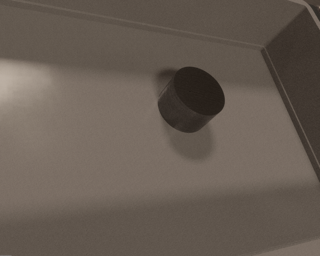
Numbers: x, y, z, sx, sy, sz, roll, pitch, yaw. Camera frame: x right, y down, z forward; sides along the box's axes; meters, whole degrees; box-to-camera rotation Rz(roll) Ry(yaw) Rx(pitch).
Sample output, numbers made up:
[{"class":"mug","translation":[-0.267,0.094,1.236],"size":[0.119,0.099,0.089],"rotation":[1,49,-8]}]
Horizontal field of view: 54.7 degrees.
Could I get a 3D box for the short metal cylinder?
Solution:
[{"class":"short metal cylinder","translation":[0.044,-0.040,0.439],"size":[0.081,0.050,0.080],"rotation":[14,56,-21]}]
